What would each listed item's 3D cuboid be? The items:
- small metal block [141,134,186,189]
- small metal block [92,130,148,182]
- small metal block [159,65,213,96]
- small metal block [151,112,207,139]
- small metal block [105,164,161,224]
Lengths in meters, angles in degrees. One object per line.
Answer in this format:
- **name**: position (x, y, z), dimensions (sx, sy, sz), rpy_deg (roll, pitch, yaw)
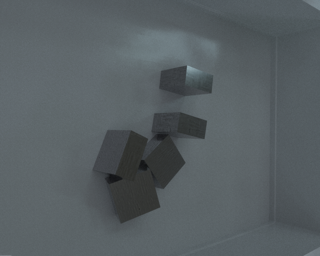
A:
- **small metal block**: position (0.000, 0.043, 0.406), dimensions (0.050, 0.025, 0.050), rpy_deg (-46, 117, -31)
- **small metal block**: position (-0.046, 0.030, 0.352), dimensions (0.025, 0.050, 0.050), rpy_deg (29, 72, -36)
- **small metal block**: position (0.035, -0.062, 0.420), dimensions (0.050, 0.050, 0.025), rpy_deg (11, 84, -40)
- **small metal block**: position (0.026, -0.002, 0.411), dimensions (0.050, 0.050, 0.025), rpy_deg (15, 81, -39)
- **small metal block**: position (-0.033, 0.077, 0.369), dimensions (0.050, 0.025, 0.050), rpy_deg (-18, 103, -18)
